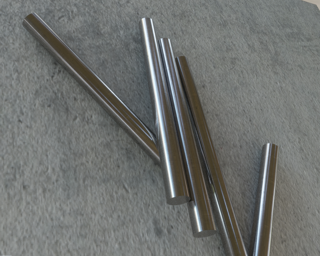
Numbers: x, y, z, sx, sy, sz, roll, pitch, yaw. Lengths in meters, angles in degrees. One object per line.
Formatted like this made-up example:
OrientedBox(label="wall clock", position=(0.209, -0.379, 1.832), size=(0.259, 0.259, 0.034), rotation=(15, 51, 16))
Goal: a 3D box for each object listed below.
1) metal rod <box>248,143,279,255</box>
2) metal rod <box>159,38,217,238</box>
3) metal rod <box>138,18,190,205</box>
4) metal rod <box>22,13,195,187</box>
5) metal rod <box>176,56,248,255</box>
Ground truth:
OrientedBox(label="metal rod", position=(0.126, 0.142, 0.387), size=(0.025, 0.025, 0.300), rotation=(30, 52, -10))
OrientedBox(label="metal rod", position=(0.026, -0.012, 0.404), size=(0.025, 0.025, 0.299), rotation=(9, 51, -24))
OrientedBox(label="metal rod", position=(-0.001, -0.045, 0.409), size=(0.025, 0.025, 0.299), rotation=(9, 51, -24))
OrientedBox(label="metal rod", position=(-0.062, -0.031, 0.390), size=(0.300, 0.025, 0.025), rotation=(46, 51, 3))
OrientedBox(label="metal rod", position=(0.062, 0.027, 0.422), size=(0.025, 0.025, 0.299), rotation=(2, 61, -28))
